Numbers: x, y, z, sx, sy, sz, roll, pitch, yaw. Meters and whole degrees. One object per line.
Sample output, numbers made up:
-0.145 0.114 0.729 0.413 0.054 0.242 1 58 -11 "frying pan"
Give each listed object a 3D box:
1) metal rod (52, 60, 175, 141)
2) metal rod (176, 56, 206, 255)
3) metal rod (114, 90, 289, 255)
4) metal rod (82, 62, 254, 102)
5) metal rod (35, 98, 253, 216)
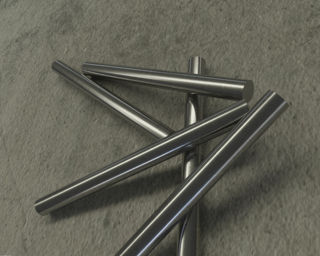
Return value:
-0.086 -0.049 0.476 0.300 0.025 0.025 32 80 37 "metal rod"
0.038 0.039 0.359 0.025 0.025 0.299 -8 58 24 "metal rod"
0.014 0.082 0.313 0.299 0.025 0.025 -48 51 6 "metal rod"
-0.014 -0.070 0.429 0.300 0.025 0.025 16 70 41 "metal rod"
-0.033 0.044 0.370 0.300 0.025 0.025 -27 52 19 "metal rod"
